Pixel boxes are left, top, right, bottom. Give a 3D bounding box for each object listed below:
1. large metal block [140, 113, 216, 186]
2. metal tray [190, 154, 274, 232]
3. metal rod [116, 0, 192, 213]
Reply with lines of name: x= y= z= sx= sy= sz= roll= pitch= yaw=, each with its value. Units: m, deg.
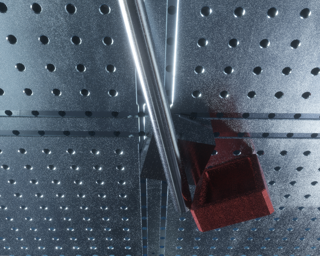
large metal block: x=0.021 y=0.028 z=0.420 sx=0.081 sy=0.050 sz=0.079 roll=10 pitch=129 yaw=-9
metal tray: x=0.095 y=0.081 z=0.414 sx=0.090 sy=0.130 sz=0.030 roll=-21 pitch=99 yaw=16
metal rod: x=-0.004 y=-0.030 z=0.338 sx=0.025 sy=0.025 sz=0.298 roll=-11 pitch=115 yaw=8
